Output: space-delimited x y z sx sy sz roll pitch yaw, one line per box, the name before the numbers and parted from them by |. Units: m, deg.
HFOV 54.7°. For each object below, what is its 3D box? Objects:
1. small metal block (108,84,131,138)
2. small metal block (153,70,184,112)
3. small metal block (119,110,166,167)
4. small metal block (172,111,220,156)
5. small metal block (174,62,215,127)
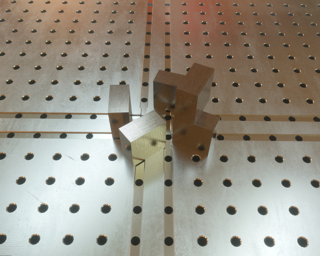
small metal block | -0.052 -0.022 0.409 0.025 0.050 0.050 -2 50 -2
small metal block | 0.019 -0.049 0.433 0.050 0.050 0.025 14 52 11
small metal block | -0.020 0.013 0.380 0.050 0.050 0.025 -30 57 -23
small metal block | 0.044 0.003 0.390 0.050 0.050 0.025 21 53 16
small metal block | 0.040 -0.039 0.360 0.025 0.050 0.050 21 53 16
